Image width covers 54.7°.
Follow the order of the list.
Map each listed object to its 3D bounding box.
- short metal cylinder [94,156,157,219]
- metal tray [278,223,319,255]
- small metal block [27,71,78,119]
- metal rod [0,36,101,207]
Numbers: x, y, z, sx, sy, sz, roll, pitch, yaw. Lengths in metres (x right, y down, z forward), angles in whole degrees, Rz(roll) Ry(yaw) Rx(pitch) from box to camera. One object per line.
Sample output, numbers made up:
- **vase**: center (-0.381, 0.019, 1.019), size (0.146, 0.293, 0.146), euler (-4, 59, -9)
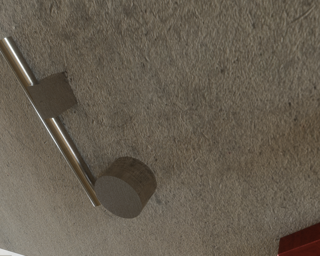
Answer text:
- **short metal cylinder**: center (-0.052, 0.091, 0.474), size (0.080, 0.050, 0.079), euler (13, 124, 21)
- **metal tray**: center (0.230, 0.182, 0.395), size (0.130, 0.030, 0.090), euler (43, 129, -2)
- **small metal block**: center (-0.152, -0.047, 0.442), size (0.025, 0.050, 0.050), euler (-5, 116, 30)
- **metal rod**: center (-0.166, 0.001, 0.494), size (0.025, 0.025, 0.299), euler (-13, 112, 33)
